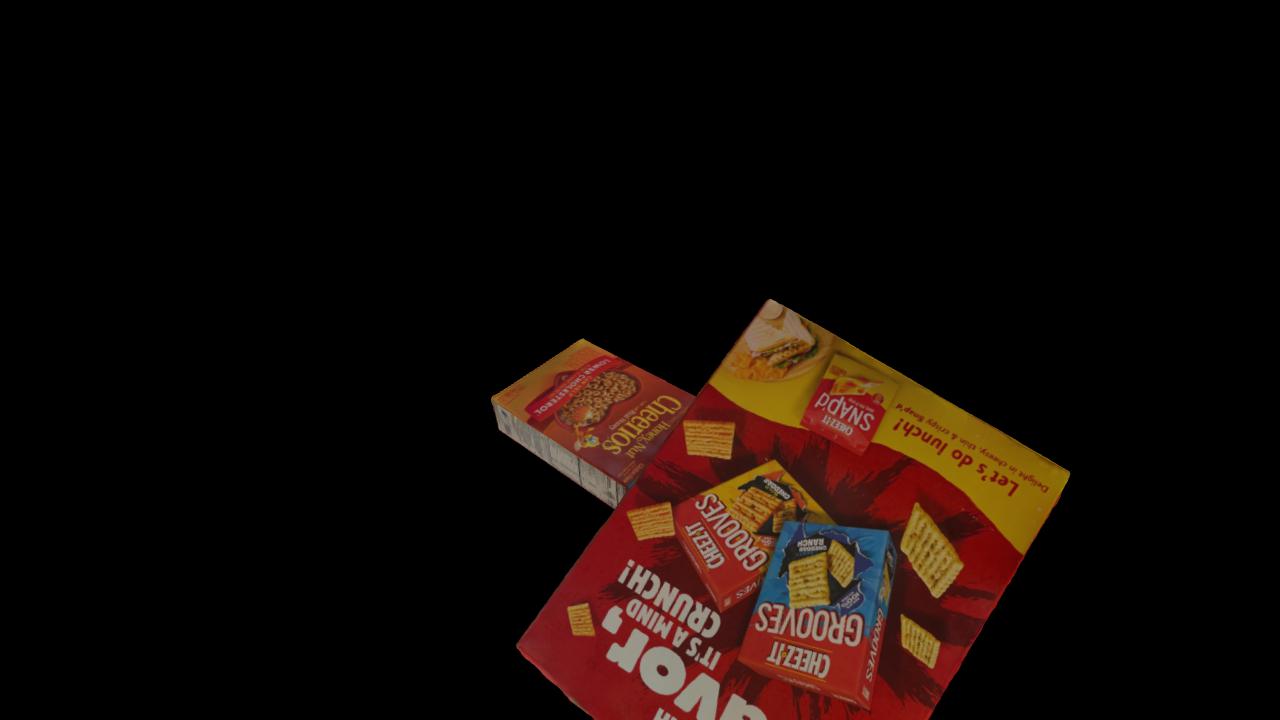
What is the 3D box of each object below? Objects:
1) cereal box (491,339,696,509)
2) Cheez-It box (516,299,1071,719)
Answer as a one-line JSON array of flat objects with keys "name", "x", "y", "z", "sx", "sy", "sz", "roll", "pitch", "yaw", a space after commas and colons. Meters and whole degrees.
[{"name": "cereal box", "x": -0.044, "y": 0.093, "z": 0.920, "sx": 0.306, "sy": 0.081, "sz": 0.203, "roll": 27, "pitch": 46, "yaw": 32}, {"name": "Cheez-It box", "x": 0.073, "y": 0.103, "z": 0.314, "sx": 0.166, "sy": 0.223, "sz": 0.071, "roll": 33, "pitch": -11, "yaw": 17}]
